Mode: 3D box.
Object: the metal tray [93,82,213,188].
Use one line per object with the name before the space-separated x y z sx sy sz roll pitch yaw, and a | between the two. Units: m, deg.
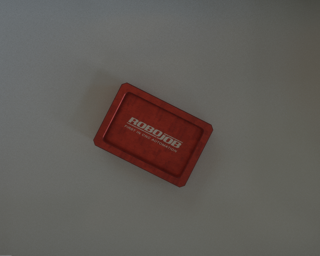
metal tray | -0.008 0.009 0.408 0.130 0.030 0.090 27 90 0
